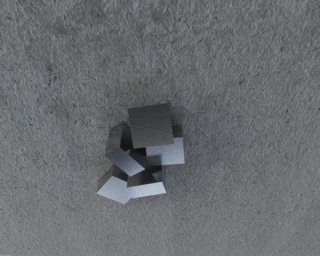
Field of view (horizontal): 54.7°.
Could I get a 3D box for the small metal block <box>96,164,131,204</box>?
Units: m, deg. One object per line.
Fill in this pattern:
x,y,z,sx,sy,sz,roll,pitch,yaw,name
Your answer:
-0.063,0.088,0.481,0.050,0.025,0.050,28,125,-22,small metal block

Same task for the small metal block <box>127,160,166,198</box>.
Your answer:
-0.019,0.071,0.451,0.050,0.050,0.025,-11,129,8,small metal block

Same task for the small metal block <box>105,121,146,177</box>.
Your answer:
-0.044,0.028,0.414,0.025,0.050,0.050,-30,124,22,small metal block

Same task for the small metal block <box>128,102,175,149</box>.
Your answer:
-0.010,-0.004,0.388,0.050,0.025,0.050,-7,96,6,small metal block

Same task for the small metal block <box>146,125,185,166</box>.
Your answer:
0.007,0.025,0.428,0.050,0.025,0.050,-5,130,3,small metal block
